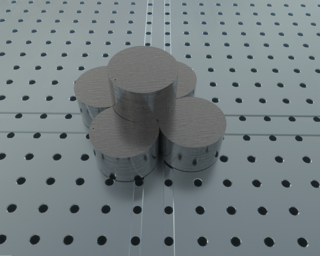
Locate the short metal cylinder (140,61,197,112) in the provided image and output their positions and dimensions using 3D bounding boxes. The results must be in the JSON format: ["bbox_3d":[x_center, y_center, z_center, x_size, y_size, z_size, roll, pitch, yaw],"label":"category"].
[{"bbox_3d":[0.009,-0.051,0.433,0.081,0.050,0.080,0,50,0],"label":"short metal cylinder"}]

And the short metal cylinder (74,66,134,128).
[{"bbox_3d":[-0.071,-0.040,0.423,0.081,0.050,0.080,0,50,0],"label":"short metal cylinder"}]

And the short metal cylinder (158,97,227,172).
[{"bbox_3d":[0.038,0.007,0.385,0.081,0.050,0.080,0,50,0],"label":"short metal cylinder"}]

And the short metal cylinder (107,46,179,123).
[{"bbox_3d":[-0.020,-0.053,0.368,0.081,0.050,0.080,1,51,-1],"label":"short metal cylinder"}]

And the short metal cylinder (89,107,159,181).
[{"bbox_3d":[-0.041,0.017,0.375,0.081,0.050,0.080,0,50,0],"label":"short metal cylinder"}]
